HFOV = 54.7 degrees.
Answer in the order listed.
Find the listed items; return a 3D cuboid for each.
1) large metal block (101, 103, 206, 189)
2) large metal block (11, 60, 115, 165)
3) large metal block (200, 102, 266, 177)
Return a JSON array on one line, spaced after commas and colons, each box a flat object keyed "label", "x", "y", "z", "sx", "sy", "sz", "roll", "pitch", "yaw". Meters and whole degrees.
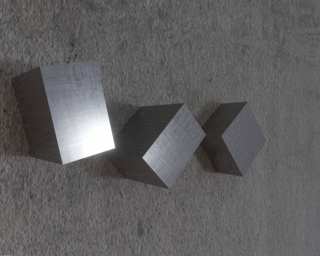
[{"label": "large metal block", "x": -0.007, "y": 0.018, "z": 0.363, "sx": 0.080, "sy": 0.080, "sz": 0.050, "roll": -52, "pitch": 121, "yaw": -27}, {"label": "large metal block", "x": -0.093, "y": -0.015, "z": 0.291, "sx": 0.050, "sy": 0.080, "sz": 0.079, "roll": -17, "pitch": 101, "yaw": -39}, {"label": "large metal block", "x": 0.112, "y": 0.016, "z": 0.482, "sx": 0.080, "sy": 0.050, "sz": 0.080, "roll": -47, "pitch": 118, "yaw": -30}]
